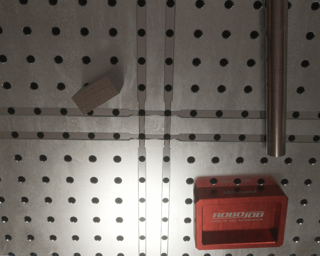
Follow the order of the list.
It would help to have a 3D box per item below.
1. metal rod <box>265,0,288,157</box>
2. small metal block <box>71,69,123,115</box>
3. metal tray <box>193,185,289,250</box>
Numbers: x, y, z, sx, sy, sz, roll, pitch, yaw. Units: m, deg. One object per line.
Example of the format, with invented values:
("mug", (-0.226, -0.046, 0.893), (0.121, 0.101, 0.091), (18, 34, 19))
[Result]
("metal rod", (0.142, -0.104, 0.377), (0.025, 0.025, 0.298), (-7, 110, 2))
("small metal block", (-0.075, -0.046, 0.382), (0.050, 0.050, 0.025), (-30, 108, 10))
("metal tray", (0.117, 0.134, 0.461), (0.131, 0.030, 0.089), (-2, 110, 0))
